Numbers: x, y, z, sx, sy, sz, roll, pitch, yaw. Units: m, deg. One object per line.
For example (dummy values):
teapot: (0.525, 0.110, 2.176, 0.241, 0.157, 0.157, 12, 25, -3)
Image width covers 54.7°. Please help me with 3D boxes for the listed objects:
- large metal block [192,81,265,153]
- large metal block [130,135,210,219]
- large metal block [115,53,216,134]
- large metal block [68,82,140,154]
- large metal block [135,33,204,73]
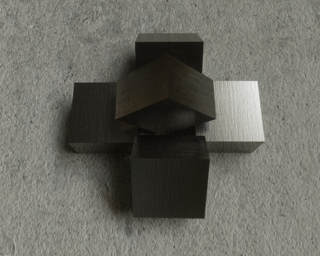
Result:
large metal block: (0.082, -0.013, 0.399, 0.081, 0.050, 0.080, 0, 70, -1)
large metal block: (0.011, 0.055, 0.354, 0.081, 0.079, 0.050, 1, 27, 1)
large metal block: (0.007, -0.033, 0.357, 0.080, 0.080, 0.050, -19, 64, 40)
large metal block: (-0.067, -0.012, 0.399, 0.081, 0.050, 0.080, 0, 70, -1)
large metal block: (0.011, -0.094, 0.408, 0.081, 0.080, 0.050, 0, 114, 0)
